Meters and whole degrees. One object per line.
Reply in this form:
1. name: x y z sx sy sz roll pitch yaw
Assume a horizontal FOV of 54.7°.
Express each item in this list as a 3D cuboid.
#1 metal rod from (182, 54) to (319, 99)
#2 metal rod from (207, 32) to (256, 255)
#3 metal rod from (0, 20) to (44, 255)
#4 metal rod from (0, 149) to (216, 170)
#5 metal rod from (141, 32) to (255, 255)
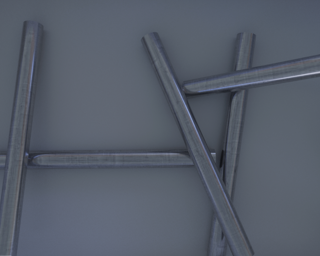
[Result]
1. metal rod: 0.169 -0.068 0.348 0.300 0.025 0.025 -7 90 26
2. metal rod: 0.095 0.024 0.412 0.025 0.025 0.298 8 90 -1
3. metal rod: -0.175 0.011 0.387 0.025 0.025 0.298 3 81 -1
4. metal rod: -0.079 0.041 0.410 0.302 0.025 0.025 0 90 -1
5. metal rod: 0.043 0.016 0.389 0.025 0.025 0.299 -23 81 0
